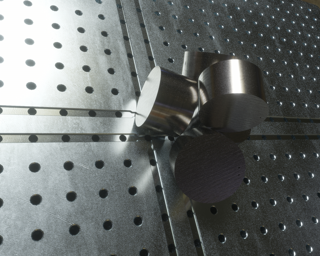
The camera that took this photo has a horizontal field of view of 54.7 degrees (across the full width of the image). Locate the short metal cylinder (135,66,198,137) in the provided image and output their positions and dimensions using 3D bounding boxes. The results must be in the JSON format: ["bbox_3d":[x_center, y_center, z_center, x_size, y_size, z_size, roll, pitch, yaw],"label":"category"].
[{"bbox_3d":[0.007,-0.033,0.396,0.050,0.080,0.080,17,55,-18],"label":"short metal cylinder"}]

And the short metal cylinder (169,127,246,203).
[{"bbox_3d":[0.054,0.042,0.368,0.081,0.050,0.079,-1,98,-5],"label":"short metal cylinder"}]

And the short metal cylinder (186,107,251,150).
[{"bbox_3d":[0.079,-0.004,0.435,0.081,0.050,0.080,13,55,-20],"label":"short metal cylinder"}]

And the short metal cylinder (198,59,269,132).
[{"bbox_3d":[0.087,-0.037,0.376,0.081,0.080,0.050,16,55,-19],"label":"short metal cylinder"}]

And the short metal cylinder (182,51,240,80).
[{"bbox_3d":[0.072,-0.081,0.452,0.081,0.080,0.050,2,101,-27],"label":"short metal cylinder"}]
